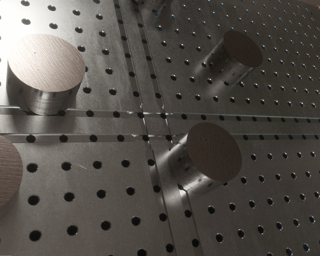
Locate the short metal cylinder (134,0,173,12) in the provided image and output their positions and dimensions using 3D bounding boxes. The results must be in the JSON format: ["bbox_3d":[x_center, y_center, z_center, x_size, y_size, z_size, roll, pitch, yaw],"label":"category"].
[{"bbox_3d":[-0.008,-0.251,0.543,0.081,0.050,0.080,14,56,-21],"label":"short metal cylinder"}]

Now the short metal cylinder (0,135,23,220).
[{"bbox_3d":[-0.167,0.047,0.274,0.081,0.050,0.080,14,56,-21],"label":"short metal cylinder"}]

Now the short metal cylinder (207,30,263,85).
[{"bbox_3d":[0.130,-0.122,0.539,0.081,0.050,0.080,14,56,-21],"label":"short metal cylinder"}]

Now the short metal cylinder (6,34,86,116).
[{"bbox_3d":[-0.133,-0.061,0.359,0.081,0.050,0.080,14,56,-21],"label":"short metal cylinder"}]

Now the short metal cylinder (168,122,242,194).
[{"bbox_3d":[0.057,0.039,0.401,0.081,0.050,0.080,14,56,-21],"label":"short metal cylinder"}]
